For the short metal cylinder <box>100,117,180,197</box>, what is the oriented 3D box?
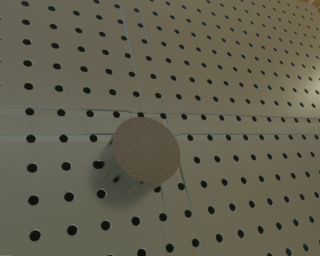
[{"bbox_3d":[-0.024,0.034,0.360,0.081,0.050,0.080,14,56,-21],"label":"short metal cylinder"}]
